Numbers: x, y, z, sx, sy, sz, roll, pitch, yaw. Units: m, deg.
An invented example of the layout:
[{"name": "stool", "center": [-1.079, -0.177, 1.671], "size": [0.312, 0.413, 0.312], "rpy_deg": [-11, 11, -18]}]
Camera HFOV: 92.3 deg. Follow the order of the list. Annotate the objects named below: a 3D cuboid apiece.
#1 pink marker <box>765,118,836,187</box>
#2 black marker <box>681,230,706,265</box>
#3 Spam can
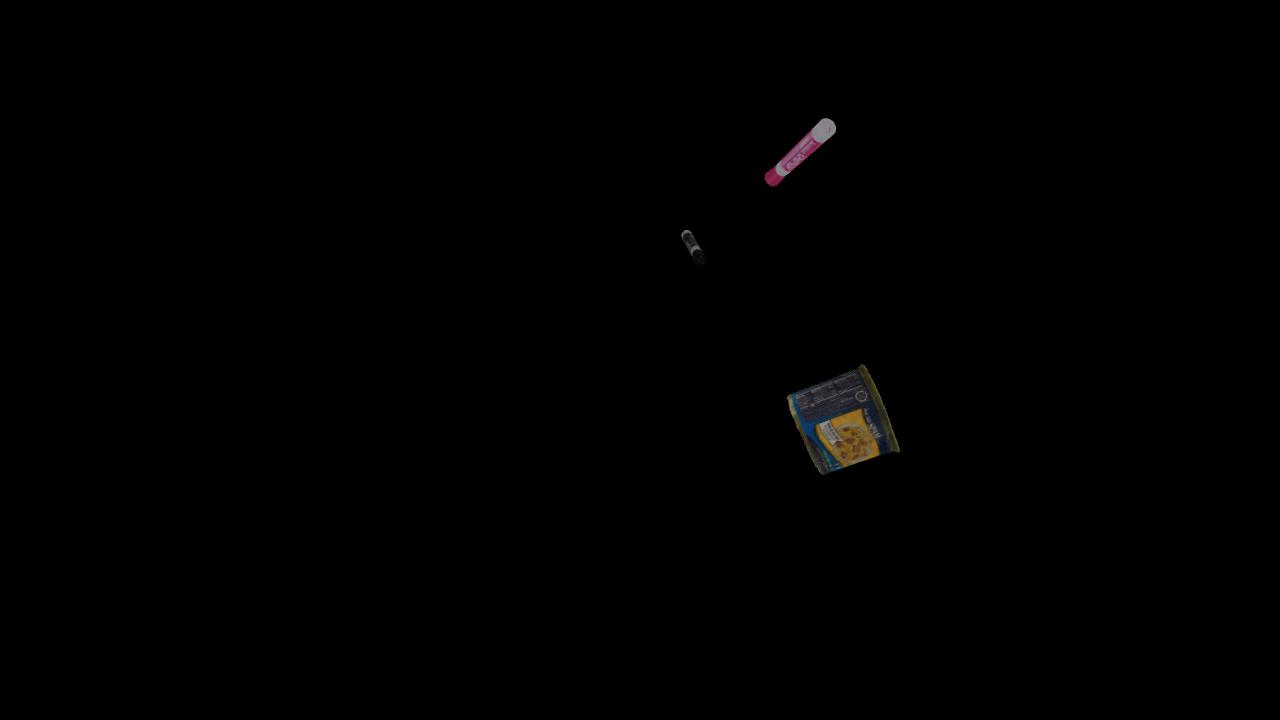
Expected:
[{"name": "pink marker", "center": [0.167, -0.218, 0.658], "size": [0.020, 0.020, 0.121], "rpy_deg": [0, -10, -16]}, {"name": "black marker", "center": [0.084, -0.178, 0.973], "size": [0.020, 0.020, 0.121], "rpy_deg": [0, 29, -8]}, {"name": "Spam can", "center": [0.210, 0.065, 0.638], "size": [0.085, 0.101, 0.058], "rpy_deg": [-23, 35, 14]}]
